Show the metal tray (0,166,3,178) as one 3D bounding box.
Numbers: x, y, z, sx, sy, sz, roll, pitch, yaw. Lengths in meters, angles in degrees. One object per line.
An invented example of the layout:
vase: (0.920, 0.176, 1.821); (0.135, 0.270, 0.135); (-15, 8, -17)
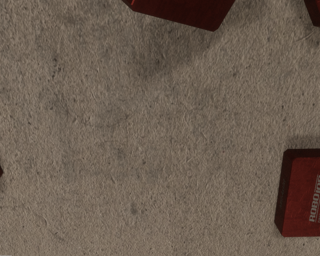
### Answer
metal tray: (-0.282, 0.025, 0.412); (0.090, 0.030, 0.129); (-13, 110, 4)

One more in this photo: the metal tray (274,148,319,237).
metal tray: (0.221, 0.094, 0.445); (0.091, 0.030, 0.129); (-1, 110, 0)

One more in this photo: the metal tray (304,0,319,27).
metal tray: (0.197, -0.189, 0.340); (0.090, 0.030, 0.130); (-28, 108, 9)

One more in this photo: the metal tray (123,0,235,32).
metal tray: (0.031, -0.149, 0.300); (0.131, 0.030, 0.089); (-5, 136, -45)
